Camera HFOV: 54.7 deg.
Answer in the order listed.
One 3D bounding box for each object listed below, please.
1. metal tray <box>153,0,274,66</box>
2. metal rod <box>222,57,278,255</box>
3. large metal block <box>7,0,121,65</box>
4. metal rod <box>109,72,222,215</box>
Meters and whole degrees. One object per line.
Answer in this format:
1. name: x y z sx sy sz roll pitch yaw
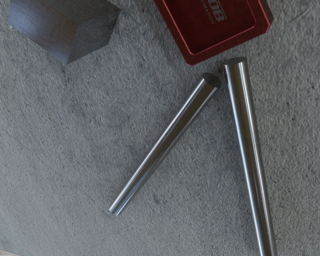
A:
1. metal tray: 0.040 -0.137 0.297 0.090 0.030 0.130 -19 109 35
2. metal rod: 0.117 0.061 0.382 0.025 0.025 0.298 -3 117 29
3. large metal block: -0.105 -0.126 0.347 0.080 0.080 0.050 36 129 4
4. metal rod: -0.009 0.042 0.435 0.025 0.025 0.298 37 129 3
